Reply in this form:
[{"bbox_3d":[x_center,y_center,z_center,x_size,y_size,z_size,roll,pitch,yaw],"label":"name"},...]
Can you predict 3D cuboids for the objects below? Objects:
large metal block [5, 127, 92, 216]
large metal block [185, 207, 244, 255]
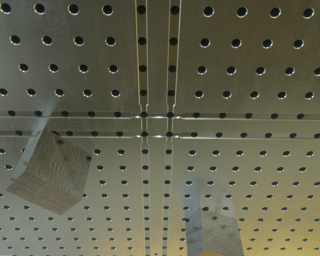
[{"bbox_3d":[-0.147,0.060,0.425,0.080,0.080,0.050,36,121,-27],"label":"large metal block"},{"bbox_3d":[0.094,0.196,0.543,0.080,0.080,0.050,22,127,-18],"label":"large metal block"}]
